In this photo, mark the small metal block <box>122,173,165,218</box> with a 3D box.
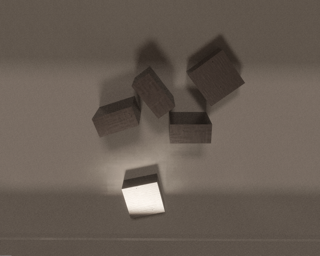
[{"bbox_3d":[-0.023,0.098,0.447,0.050,0.025,0.050,-12,110,4],"label":"small metal block"}]

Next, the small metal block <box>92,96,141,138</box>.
[{"bbox_3d":[-0.053,-0.015,0.392,0.050,0.050,0.025,-17,109,6],"label":"small metal block"}]

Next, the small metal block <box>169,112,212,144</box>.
[{"bbox_3d":[0.037,-0.001,0.398,0.050,0.050,0.025,0,110,-1],"label":"small metal block"}]

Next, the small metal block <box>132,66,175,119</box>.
[{"bbox_3d":[-0.007,-0.045,0.381,0.025,0.050,0.050,-36,107,12],"label":"small metal block"}]

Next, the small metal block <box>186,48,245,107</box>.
[{"bbox_3d":[0.069,-0.064,0.389,0.050,0.025,0.050,-35,107,12],"label":"small metal block"}]
